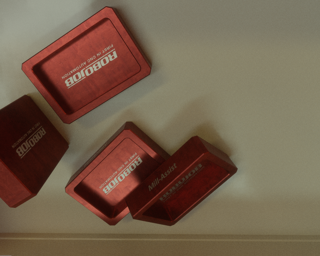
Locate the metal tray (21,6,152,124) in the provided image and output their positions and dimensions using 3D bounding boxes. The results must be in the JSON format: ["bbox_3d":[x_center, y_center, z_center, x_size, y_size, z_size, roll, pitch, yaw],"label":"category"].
[{"bbox_3d":[-0.087,-0.075,0.380,0.130,0.030,0.090,-30,108,10],"label":"metal tray"}]

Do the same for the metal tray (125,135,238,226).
[{"bbox_3d":[0.030,0.075,0.412,0.130,0.030,0.090,-44,139,14],"label":"metal tray"}]

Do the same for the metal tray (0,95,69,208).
[{"bbox_3d":[-0.162,0.020,0.361,0.030,0.130,0.090,-31,107,11],"label":"metal tray"}]

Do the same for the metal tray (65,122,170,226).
[{"bbox_3d":[-0.055,0.066,0.432,0.090,0.030,0.130,42,105,-14],"label":"metal tray"}]
